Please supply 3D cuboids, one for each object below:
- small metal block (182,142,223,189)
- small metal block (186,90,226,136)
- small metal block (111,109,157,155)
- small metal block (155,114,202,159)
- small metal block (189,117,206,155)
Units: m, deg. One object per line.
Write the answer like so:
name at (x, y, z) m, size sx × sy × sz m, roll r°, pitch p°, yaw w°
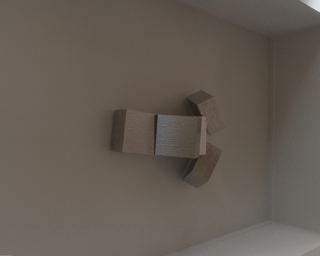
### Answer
small metal block at (0.059, 0.053, 0.437) m, size 0.025 × 0.050 × 0.050 m, roll 31°, pitch 66°, yaw 1°
small metal block at (0.065, -0.023, 0.442) m, size 0.025 × 0.050 × 0.050 m, roll -27°, pitch 111°, yaw -3°
small metal block at (-0.030, 0.006, 0.380) m, size 0.050 × 0.025 × 0.050 m, roll 8°, pitch 85°, yaw -40°
small metal block at (0.023, 0.010, 0.386) m, size 0.025 × 0.050 × 0.050 m, roll 2°, pitch 92°, yaw -72°
small metal block at (0.035, 0.010, 0.420) m, size 0.025 × 0.050 × 0.050 m, roll 1°, pitch 89°, yaw -40°
